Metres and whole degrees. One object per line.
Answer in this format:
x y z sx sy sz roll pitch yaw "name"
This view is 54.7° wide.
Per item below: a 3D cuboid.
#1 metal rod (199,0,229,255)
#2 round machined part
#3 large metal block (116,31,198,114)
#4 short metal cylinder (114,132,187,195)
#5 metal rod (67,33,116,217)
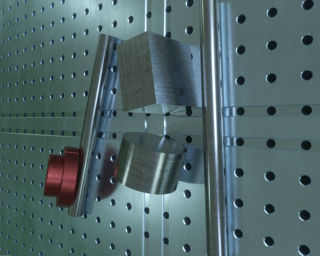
0.062 0.000 0.356 0.025 0.025 0.298 -3 88 39 "metal rod"
-0.161 0.077 0.500 0.098 0.042 0.097 -171 89 -70 "round machined part"
-0.002 -0.061 0.373 0.050 0.081 0.080 -11 83 39 "large metal block"
-0.012 0.041 0.382 0.080 0.081 0.050 23 104 37 "short metal cylinder"
-0.112 0.002 0.498 0.025 0.025 0.298 20 103 38 "metal rod"
